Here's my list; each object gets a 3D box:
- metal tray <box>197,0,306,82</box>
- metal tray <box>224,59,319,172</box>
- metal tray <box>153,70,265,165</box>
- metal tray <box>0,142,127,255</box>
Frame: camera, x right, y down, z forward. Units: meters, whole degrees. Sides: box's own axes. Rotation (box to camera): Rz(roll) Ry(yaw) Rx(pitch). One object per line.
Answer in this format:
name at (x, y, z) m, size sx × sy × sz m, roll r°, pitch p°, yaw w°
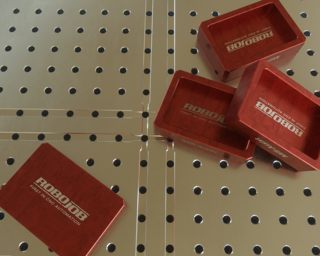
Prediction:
metal tray at (0.133, -0.133, 0.458) m, size 0.131 × 0.030 × 0.090 m, roll -22°, pitch 72°, yaw -8°
metal tray at (0.153, -0.014, 0.389) m, size 0.130 × 0.030 × 0.090 m, roll 31°, pitch 70°, yaw -12°
metal tray at (0.067, -0.016, 0.415) m, size 0.130 × 0.030 × 0.090 m, roll 20°, pitch 71°, yaw 7°
metal tray at (-0.118, 0.090, 0.376) m, size 0.130 × 0.030 × 0.090 m, roll 34°, pitch 73°, yaw 11°
